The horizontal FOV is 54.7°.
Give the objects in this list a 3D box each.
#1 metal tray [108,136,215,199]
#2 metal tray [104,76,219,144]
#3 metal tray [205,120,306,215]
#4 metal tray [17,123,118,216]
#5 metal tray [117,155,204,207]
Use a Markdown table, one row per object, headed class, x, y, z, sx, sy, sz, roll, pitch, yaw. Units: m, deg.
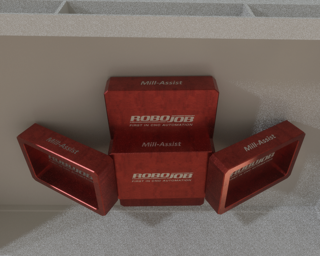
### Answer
| class | x | y | z | sx | sy | sz | roll | pitch | yaw |
| --- | --- | --- | --- | --- | --- | --- | --- | --- | --- |
| metal tray | 0.003 | 0.054 | 0.410 | 0.131 | 0.030 | 0.089 | -1 | 130 | 0 |
| metal tray | 0.002 | -0.018 | 0.387 | 0.131 | 0.030 | 0.089 | -1 | 130 | 0 |
| metal tray | 0.123 | 0.051 | 0.407 | 0.131 | 0.030 | 0.089 | -21 | 134 | -21 |
| metal tray | -0.120 | 0.055 | 0.409 | 0.130 | 0.030 | 0.089 | 21 | 135 | 21 |
| metal tray | 0.003 | 0.080 | 0.470 | 0.131 | 0.030 | 0.089 | -1 | 130 | 0 |
